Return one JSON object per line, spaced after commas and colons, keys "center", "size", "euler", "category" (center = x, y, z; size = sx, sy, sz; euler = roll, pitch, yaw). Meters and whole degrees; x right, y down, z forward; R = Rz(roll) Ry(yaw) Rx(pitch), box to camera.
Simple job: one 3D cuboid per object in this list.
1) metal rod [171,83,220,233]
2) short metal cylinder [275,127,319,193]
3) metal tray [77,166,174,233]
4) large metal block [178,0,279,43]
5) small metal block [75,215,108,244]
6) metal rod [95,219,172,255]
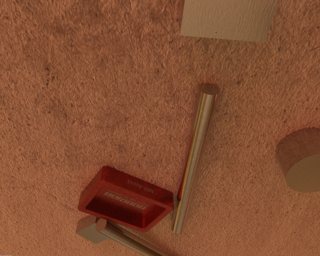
{"center": [0.046, 0.067, 0.464], "size": [0.025, 0.025, 0.298], "euler": [4, 130, -4], "category": "metal rod"}
{"center": [0.210, 0.046, 0.433], "size": [0.081, 0.050, 0.079], "euler": [0, 130, 0], "category": "short metal cylinder"}
{"center": [-0.054, 0.120, 0.505], "size": [0.131, 0.030, 0.090], "euler": [26, 125, -21], "category": "metal tray"}
{"center": [0.062, -0.129, 0.282], "size": [0.081, 0.050, 0.079], "euler": [4, 130, -4], "category": "large metal block"}
{"center": [-0.114, 0.180, 0.559], "size": [0.050, 0.025, 0.050], "euler": [-32, 124, 24], "category": "small metal block"}
{"center": [-0.011, 0.245, 0.603], "size": [0.025, 0.025, 0.300], "euler": [-29, 129, 22], "category": "metal rod"}
